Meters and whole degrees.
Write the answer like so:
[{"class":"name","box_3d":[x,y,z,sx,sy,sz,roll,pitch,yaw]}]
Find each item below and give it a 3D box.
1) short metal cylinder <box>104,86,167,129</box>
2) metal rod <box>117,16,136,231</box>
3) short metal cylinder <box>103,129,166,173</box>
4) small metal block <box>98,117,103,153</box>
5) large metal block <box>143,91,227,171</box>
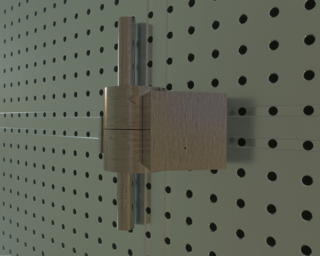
[{"class":"short metal cylinder","box_3d":[-0.031,-0.024,0.393,0.080,0.081,0.050,1,91,40]},{"class":"metal rod","box_3d":[-0.048,-0.006,0.443,0.025,0.025,0.298,1,90,40]},{"class":"short metal cylinder","box_3d":[-0.031,0.027,0.394,0.080,0.081,0.050,1,91,40]},{"class":"small metal block","box_3d":[-0.075,0.010,0.452,0.050,0.025,0.050,180,91,-75]},{"class":"large metal block","box_3d":[0.025,0.003,0.338,0.050,0.081,0.079,-175,85,-78]}]
